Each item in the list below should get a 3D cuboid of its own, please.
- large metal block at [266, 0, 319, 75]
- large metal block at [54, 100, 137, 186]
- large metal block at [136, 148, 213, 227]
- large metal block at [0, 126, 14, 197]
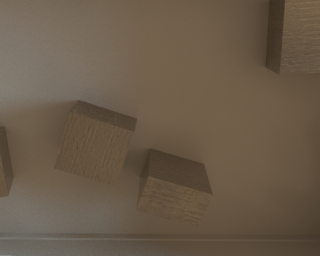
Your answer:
[{"bbox_3d":[0.173,-0.108,0.359,0.080,0.050,0.079,-3,110,1],"label":"large metal block"},{"bbox_3d":[-0.082,0.019,0.404,0.080,0.050,0.079,18,109,-7],"label":"large metal block"},{"bbox_3d":[0.017,0.076,0.410,0.080,0.080,0.050,17,109,-6],"label":"large metal block"},{"bbox_3d":[-0.244,0.047,0.402,0.081,0.050,0.079,-5,111,-15],"label":"large metal block"}]
